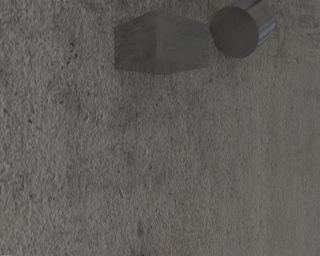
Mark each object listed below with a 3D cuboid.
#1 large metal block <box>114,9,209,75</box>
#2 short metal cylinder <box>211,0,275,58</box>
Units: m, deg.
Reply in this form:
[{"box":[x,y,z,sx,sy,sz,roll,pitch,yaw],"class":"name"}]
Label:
[{"box":[0.001,-0.097,0.369,0.081,0.080,0.050,-1,91,-40],"class":"large metal block"},{"box":[0.126,-0.154,0.474,0.050,0.080,0.080,-41,115,-32],"class":"short metal cylinder"}]
